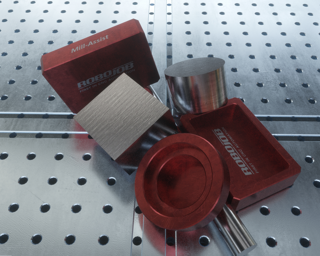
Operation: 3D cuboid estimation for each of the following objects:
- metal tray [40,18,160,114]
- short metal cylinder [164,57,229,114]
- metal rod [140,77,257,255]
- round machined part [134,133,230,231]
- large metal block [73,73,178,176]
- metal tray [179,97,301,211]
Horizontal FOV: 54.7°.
[{"bbox_3d":[-0.074,-0.077,0.406,0.131,0.090,0.030,-22,54,0],"label":"metal tray"},{"bbox_3d":[0.050,-0.059,0.417,0.080,0.050,0.080,-10,26,5],"label":"short metal cylinder"},{"bbox_3d":[0.020,0.016,0.388,0.025,0.025,0.300,-20,53,-16],"label":"metal rod"},{"bbox_3d":[0.026,0.058,0.325,0.098,0.042,0.098,-13,62,26],"label":"round machined part"},{"bbox_3d":[-0.039,-0.005,0.367,0.080,0.050,0.080,-44,61,-10],"label":"large metal block"},{"bbox_3d":[0.091,0.025,0.379,0.091,0.030,0.130,-20,53,-16],"label":"metal tray"}]
